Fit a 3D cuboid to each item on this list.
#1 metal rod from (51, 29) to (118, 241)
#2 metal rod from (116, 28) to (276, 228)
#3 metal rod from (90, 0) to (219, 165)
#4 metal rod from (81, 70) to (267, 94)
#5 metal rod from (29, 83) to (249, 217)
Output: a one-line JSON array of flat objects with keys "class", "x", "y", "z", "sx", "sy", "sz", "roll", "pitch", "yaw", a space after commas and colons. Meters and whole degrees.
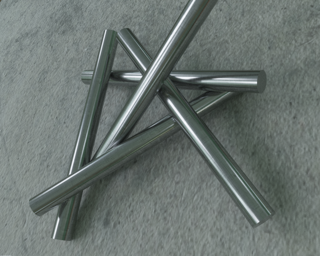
[{"class": "metal rod", "x": -0.098, "y": -0.003, "z": 0.428, "sx": 0.025, "sy": 0.025, "sz": 0.299, "roll": 0, "pitch": 70, "yaw": 28}, {"class": "metal rod", "x": 0.023, "y": -0.022, "z": 0.358, "sx": 0.025, "sy": 0.025, "sz": 0.300, "roll": -36, "pitch": 59, "yaw": 4}, {"class": "metal rod", "x": -0.006, "y": -0.057, "z": 0.352, "sx": 0.298, "sy": 0.025, "sz": 0.025, "roll": -55, "pitch": 46, "yaw": 26}, {"class": "metal rod", "x": -0.007, "y": -0.067, "z": 0.423, "sx": 0.300, "sy": 0.025, "sz": 0.025, "roll": 9, "pitch": 66, "yaw": 39}, {"class": "metal rod", "x": -0.022, "y": 0.017, "z": 0.380, "sx": 0.301, "sy": 0.025, "sz": 0.025, "roll": -32, "pitch": 52, "yaw": -2}]
